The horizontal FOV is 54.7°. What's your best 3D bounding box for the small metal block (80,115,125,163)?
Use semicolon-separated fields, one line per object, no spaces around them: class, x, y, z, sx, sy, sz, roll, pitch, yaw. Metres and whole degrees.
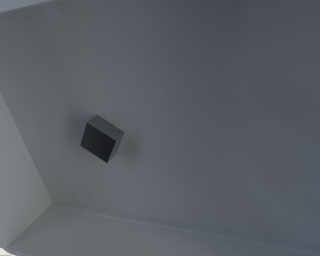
small metal block;-0.086;0.017;0.463;0.050;0.025;0.050;32;128;7
